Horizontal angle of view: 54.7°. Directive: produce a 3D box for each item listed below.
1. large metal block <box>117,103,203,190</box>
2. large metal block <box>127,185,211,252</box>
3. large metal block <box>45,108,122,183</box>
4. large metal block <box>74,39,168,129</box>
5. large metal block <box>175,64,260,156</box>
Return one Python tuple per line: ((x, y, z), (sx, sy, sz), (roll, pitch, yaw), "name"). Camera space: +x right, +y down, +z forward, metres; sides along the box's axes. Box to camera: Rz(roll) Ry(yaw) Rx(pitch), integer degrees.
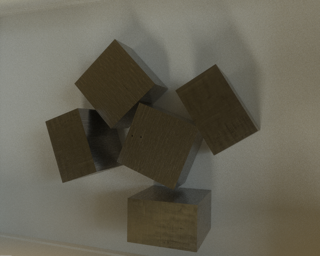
((0.004, 0.021, 0.394), (0.080, 0.050, 0.080), (24, 98, 18), "large metal block")
((0.015, 0.105, 0.375), (0.080, 0.080, 0.050), (1, 91, 19), "large metal block")
((-0.095, 0.021, 0.412), (0.050, 0.080, 0.080), (-20, 84, 19), "large metal block")
((-0.051, -0.056, 0.412), (0.080, 0.050, 0.080), (-44, 77, 14), "large metal block")
((0.070, -0.019, 0.354), (0.050, 0.080, 0.080), (-32, 80, 17), "large metal block")
